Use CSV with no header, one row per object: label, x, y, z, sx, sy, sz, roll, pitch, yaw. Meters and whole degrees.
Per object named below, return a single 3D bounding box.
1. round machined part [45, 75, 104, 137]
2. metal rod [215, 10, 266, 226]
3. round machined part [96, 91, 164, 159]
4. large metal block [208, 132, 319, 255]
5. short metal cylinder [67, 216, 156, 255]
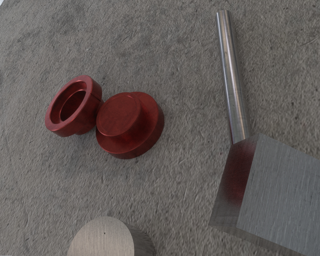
round machined part,-0.123,-0.028,0.467,0.098,0.042,0.098,-22,47,27
metal rod,0.092,-0.035,0.377,0.025,0.025,0.299,-13,56,21
round machined part,-0.047,-0.010,0.424,0.098,0.042,0.098,-13,56,21
large metal block,0.099,0.061,0.272,0.080,0.050,0.080,24,69,-8
short metal cylinder,-0.051,0.140,0.328,0.080,0.050,0.080,-13,56,21
